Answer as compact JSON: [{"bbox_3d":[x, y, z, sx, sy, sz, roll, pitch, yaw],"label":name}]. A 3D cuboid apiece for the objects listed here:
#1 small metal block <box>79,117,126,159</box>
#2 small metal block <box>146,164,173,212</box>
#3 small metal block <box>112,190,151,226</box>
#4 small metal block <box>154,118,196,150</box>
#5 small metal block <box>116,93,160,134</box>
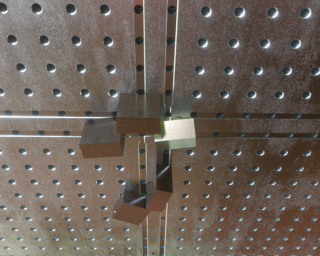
[{"bbox_3d":[-0.073,0.012,0.404,0.050,0.050,0.025,-4,130,3],"label":"small metal block"},{"bbox_3d":[-0.001,0.092,0.474,0.025,0.050,0.050,14,129,-12],"label":"small metal block"},{"bbox_3d":[-0.048,0.137,0.528,0.050,0.025,0.050,21,127,-17],"label":"small metal block"},{"bbox_3d":[0.020,0.009,0.405,0.050,0.025,0.050,-6,163,5],"label":"small metal block"},{"bbox_3d":[-0.025,-0.018,0.379,0.050,0.050,0.025,1,130,-1],"label":"small metal block"}]
